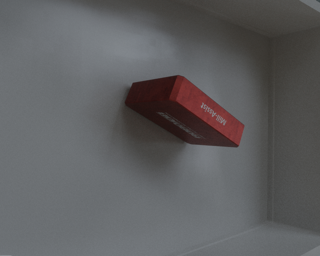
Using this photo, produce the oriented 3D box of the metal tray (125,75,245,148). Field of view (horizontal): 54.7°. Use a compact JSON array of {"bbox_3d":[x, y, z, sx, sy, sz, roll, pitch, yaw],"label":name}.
[{"bbox_3d":[0.033,-0.016,0.389,0.130,0.090,0.030,31,71,-37],"label":"metal tray"}]
